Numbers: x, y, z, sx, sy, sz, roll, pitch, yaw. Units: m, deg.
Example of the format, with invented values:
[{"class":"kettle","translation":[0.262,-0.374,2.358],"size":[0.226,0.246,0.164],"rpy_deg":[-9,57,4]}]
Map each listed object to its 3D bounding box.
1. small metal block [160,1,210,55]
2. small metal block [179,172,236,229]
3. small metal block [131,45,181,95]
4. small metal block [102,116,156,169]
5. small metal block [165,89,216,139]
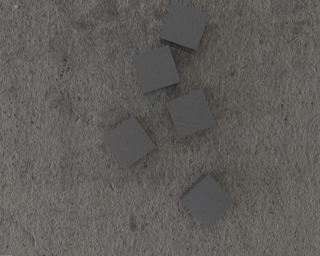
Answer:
[{"class":"small metal block","translation":[0.032,-0.131,0.410],"size":[0.050,0.025,0.050],"rpy_deg":[19,90,0]},{"class":"small metal block","translation":[0.062,0.094,0.410],"size":[0.050,0.025,0.050],"rpy_deg":[-45,90,0]},{"class":"small metal block","translation":[-0.005,-0.076,0.410],"size":[0.050,0.025,0.050],"rpy_deg":[-18,90,0]},{"class":"small metal block","translation":[-0.040,0.019,0.410],"size":[0.050,0.025,0.050],"rpy_deg":[-35,90,0]},{"class":"small metal block","translation":[0.040,-0.019,0.410],"size":[0.050,0.025,0.050],"rpy_deg":[-21,90,0]}]
